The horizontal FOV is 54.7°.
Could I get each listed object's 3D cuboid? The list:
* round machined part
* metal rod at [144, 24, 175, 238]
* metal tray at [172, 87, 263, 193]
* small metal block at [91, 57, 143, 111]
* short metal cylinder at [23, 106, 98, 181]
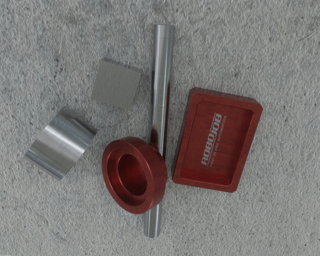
[{"bbox_3d":[-0.029,0.058,0.404,0.098,0.042,0.097,15,112,40],"label":"round machined part"},{"bbox_3d":[-0.003,0.018,0.416,0.025,0.025,0.298,3,110,-1],"label":"metal rod"},{"bbox_3d":[0.072,0.018,0.414,0.091,0.030,0.129,10,110,-4],"label":"metal tray"},{"bbox_3d":[-0.054,-0.055,0.389,0.050,0.025,0.050,17,109,-7],"label":"small metal block"},{"bbox_3d":[-0.122,0.019,0.386,0.050,0.080,0.080,38,106,-13],"label":"short metal cylinder"}]
